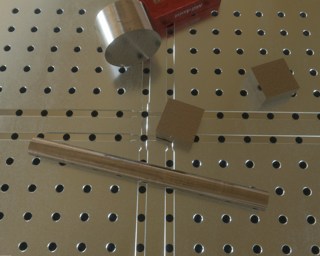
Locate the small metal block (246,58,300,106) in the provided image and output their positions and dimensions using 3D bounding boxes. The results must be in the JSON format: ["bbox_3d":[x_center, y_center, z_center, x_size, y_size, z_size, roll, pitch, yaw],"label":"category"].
[{"bbox_3d":[0.158,-0.065,0.436,0.050,0.025,0.050,-18,71,-7],"label":"small metal block"}]

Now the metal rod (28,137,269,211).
[{"bbox_3d":[-0.018,0.057,0.390,0.302,0.025,0.025,13,71,4],"label":"metal rod"}]

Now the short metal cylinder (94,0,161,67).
[{"bbox_3d":[-0.045,-0.129,0.429,0.080,0.080,0.050,-19,71,-7],"label":"short metal cylinder"}]

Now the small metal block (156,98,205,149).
[{"bbox_3d":[0.027,-0.006,0.414,0.050,0.025,0.050,19,71,7],"label":"small metal block"}]

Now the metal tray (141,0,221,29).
[{"bbox_3d":[0.023,-0.217,0.488,0.131,0.030,0.090,-26,72,-9],"label":"metal tray"}]
